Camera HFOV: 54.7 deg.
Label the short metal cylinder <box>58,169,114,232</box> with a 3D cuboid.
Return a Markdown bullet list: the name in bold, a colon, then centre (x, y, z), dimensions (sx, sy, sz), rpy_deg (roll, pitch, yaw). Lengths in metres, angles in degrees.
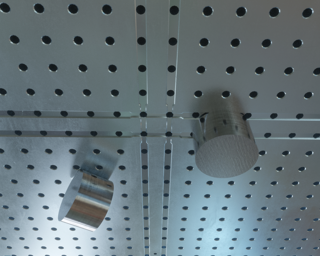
- **short metal cylinder**: centre (-0.112, 0.109, 0.467), dimensions (0.050, 0.080, 0.080), rpy_deg (27, 125, -21)

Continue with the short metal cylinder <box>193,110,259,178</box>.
- **short metal cylinder**: centre (0.085, 0.022, 0.415), dimensions (0.081, 0.050, 0.079), rpy_deg (0, 130, 0)
